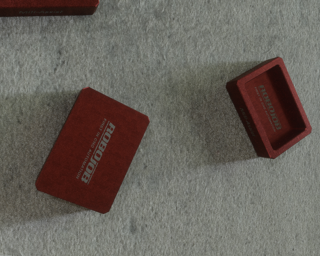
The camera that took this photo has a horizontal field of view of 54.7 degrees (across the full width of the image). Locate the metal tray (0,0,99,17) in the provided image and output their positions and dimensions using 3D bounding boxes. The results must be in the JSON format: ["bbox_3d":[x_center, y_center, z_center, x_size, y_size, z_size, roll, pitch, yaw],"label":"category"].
[{"bbox_3d":[-0.143,-0.177,0.353,0.131,0.030,0.089,-9,93,-20],"label":"metal tray"}]

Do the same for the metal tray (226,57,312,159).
[{"bbox_3d":[0.167,-0.030,0.469,0.091,0.030,0.129,-31,100,-18],"label":"metal tray"}]

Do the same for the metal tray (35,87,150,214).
[{"bbox_3d":[-0.080,0.027,0.377,0.090,0.030,0.130,27,81,-19],"label":"metal tray"}]
